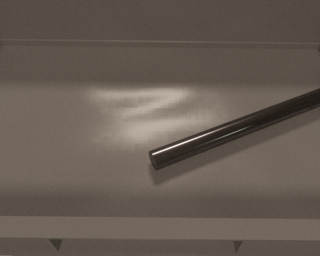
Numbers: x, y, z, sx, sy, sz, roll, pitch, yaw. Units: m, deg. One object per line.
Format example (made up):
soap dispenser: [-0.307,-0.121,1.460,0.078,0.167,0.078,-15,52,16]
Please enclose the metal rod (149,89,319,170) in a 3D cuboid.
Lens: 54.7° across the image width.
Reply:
metal rod: [0.128,-0.009,0.413,0.302,0.025,0.025,-19,53,-16]
